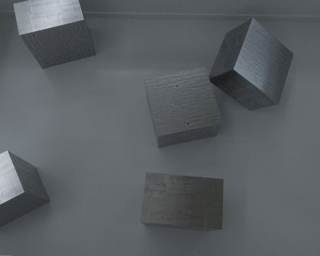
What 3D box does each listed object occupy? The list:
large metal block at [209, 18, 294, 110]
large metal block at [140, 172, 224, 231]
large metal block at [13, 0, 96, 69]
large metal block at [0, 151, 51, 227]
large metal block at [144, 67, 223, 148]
[{"bbox_3d":[0.121,-0.081,0.410,0.080,0.050,0.080,31,70,-22],"label":"large metal block"},{"bbox_3d":[0.023,0.086,0.349,0.080,0.080,0.050,5,70,1],"label":"large metal block"},{"bbox_3d":[-0.141,-0.133,0.427,0.081,0.080,0.050,-16,71,-6],"label":"large metal block"},{"bbox_3d":[-0.184,0.076,0.350,0.080,0.080,0.050,-28,73,-10],"label":"large metal block"},{"bbox_3d":[0.028,-0.026,0.406,0.081,0.050,0.080,-12,71,-4],"label":"large metal block"}]
